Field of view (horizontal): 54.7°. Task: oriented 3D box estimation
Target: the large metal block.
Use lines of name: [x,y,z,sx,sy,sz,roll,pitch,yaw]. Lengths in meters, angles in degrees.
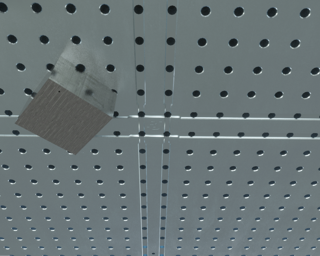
large metal block: [-0.110,-0.024,0.373,0.080,0.050,0.080,34,122,-26]
